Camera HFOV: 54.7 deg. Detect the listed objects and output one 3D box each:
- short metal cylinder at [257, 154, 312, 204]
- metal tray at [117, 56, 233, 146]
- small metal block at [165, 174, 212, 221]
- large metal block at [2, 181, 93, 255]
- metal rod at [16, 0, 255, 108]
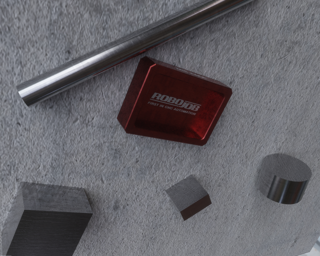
[{"bbox_3d":[0.219,0.089,0.549,0.081,0.080,0.050,-9,123,-24],"label":"short metal cylinder"},{"bbox_3d":[0.021,-0.029,0.398,0.131,0.030,0.089,11,113,-34],"label":"metal tray"},{"bbox_3d":[0.044,0.108,0.483,0.050,0.050,0.025,-30,129,-10],"label":"small metal block"},{"bbox_3d":[-0.142,0.118,0.387,0.081,0.050,0.080,15,111,-35],"label":"large metal block"},{"bbox_3d":[-0.007,-0.102,0.340,0.302,0.025,0.025,-28,128,-11],"label":"metal rod"}]
